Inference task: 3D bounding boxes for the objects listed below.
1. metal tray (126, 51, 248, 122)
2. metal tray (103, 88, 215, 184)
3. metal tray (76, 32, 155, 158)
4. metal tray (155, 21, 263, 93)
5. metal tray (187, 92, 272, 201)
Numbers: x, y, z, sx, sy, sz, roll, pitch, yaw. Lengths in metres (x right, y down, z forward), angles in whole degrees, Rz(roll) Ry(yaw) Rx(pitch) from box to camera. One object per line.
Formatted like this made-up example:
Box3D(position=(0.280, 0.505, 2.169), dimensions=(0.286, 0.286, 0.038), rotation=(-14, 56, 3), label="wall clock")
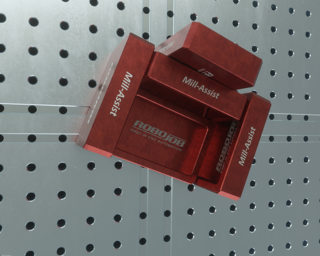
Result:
Box3D(position=(0.031, -0.046, 0.389), dimensions=(0.131, 0.090, 0.030), rotation=(23, 83, -19), label="metal tray")
Box3D(position=(0.000, 0.011, 0.409), dimensions=(0.131, 0.030, 0.090), rotation=(23, 82, -19), label="metal tray")
Box3D(position=(-0.055, -0.035, 0.357), dimensions=(0.030, 0.090, 0.130), rotation=(23, 82, -19), label="metal tray")
Box3D(position=(0.045, -0.075, 0.372), dimensions=(0.090, 0.130, 0.030), rotation=(24, 83, -19), label="metal tray")
Box3D(position=(0.088, 0.021, 0.409), dimensions=(0.030, 0.090, 0.130), rotation=(23, 83, -19), label="metal tray")
